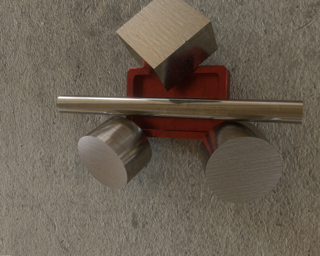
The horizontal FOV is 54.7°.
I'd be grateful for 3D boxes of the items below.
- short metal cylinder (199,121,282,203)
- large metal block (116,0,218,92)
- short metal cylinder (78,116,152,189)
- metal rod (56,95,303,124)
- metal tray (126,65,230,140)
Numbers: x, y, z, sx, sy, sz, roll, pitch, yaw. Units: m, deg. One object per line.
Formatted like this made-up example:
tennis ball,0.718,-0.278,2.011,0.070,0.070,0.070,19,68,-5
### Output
short metal cylinder,0.088,0.037,0.348,0.081,0.050,0.079,0,111,-1
large metal block,0.009,-0.105,0.371,0.080,0.050,0.080,-41,60,-2
short metal cylinder,-0.058,0.031,0.398,0.080,0.050,0.079,22,132,26
metal rod,0.008,-0.025,0.376,0.301,0.025,0.025,3,91,19
metal tray,0.022,-0.032,0.400,0.130,0.030,0.089,2,91,19
